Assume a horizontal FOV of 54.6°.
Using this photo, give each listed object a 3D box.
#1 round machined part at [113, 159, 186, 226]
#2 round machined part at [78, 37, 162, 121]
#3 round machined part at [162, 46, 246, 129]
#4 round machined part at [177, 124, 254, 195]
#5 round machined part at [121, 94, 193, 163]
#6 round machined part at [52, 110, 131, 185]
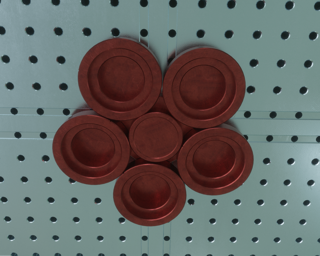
[{"bbox_3d":[-0.014,0.085,0.435,0.099,0.042,0.097,0,110,0],"label":"round machined part"},{"bbox_3d":[-0.047,-0.062,0.381,0.099,0.042,0.097,0,110,0],"label":"round machined part"},{"bbox_3d":[0.052,-0.052,0.385,0.099,0.042,0.097,0,110,0],"label":"round machined part"},{"bbox_3d":[0.071,0.038,0.419,0.099,0.042,0.097,0,110,0],"label":"round machined part"},{"bbox_3d":[-0.005,0.006,0.406,0.099,0.042,0.097,0,110,0],"label":"round machined part"},{"bbox_3d":[-0.087,0.023,0.411,0.099,0.042,0.097,0,110,0],"label":"round machined part"}]
